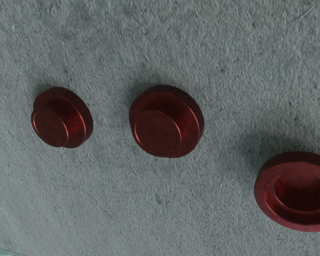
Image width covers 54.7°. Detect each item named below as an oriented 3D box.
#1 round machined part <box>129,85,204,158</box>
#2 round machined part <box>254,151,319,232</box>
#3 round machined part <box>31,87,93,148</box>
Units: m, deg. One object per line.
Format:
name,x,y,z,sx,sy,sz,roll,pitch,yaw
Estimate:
round machined part,0.003,-0.002,0.393,0.098,0.042,0.097,13,124,21
round machined part,0.161,0.067,0.352,0.098,0.042,0.097,13,124,21
round machined part,-0.155,-0.010,0.472,0.098,0.042,0.097,13,124,21
